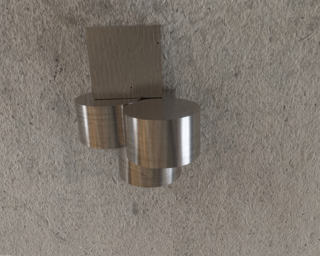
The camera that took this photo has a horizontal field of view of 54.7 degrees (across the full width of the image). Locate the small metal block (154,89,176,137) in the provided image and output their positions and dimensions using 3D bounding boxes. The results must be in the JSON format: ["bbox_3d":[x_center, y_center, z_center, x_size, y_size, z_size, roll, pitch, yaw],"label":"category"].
[{"bbox_3d":[0.006,-0.020,0.393,0.025,0.050,0.050,1,110,-1],"label":"small metal block"}]

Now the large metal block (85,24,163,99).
[{"bbox_3d":[-0.039,-0.080,0.368,0.080,0.050,0.079,-2,110,0],"label":"large metal block"}]

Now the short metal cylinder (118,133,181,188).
[{"bbox_3d":[-0.013,0.033,0.394,0.081,0.080,0.050,0,110,0],"label":"short metal cylinder"}]

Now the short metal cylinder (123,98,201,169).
[{"bbox_3d":[0.003,0.002,0.330,0.080,0.080,0.050,-2,110,0],"label":"short metal cylinder"}]

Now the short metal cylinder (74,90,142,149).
[{"bbox_3d":[-0.059,-0.013,0.377,0.080,0.080,0.050,-2,110,0],"label":"short metal cylinder"}]
